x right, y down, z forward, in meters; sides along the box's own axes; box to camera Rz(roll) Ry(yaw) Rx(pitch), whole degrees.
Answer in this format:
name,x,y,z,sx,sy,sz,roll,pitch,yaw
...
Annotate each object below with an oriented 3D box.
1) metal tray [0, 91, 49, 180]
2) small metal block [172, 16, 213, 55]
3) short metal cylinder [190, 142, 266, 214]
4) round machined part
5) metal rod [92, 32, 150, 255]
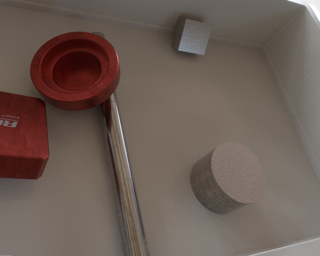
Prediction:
name,x,y,z,sx,sy,sz,roll,pitch,yaw
metal tray,-0.174,0.000,0.282,0.131,0.030,0.090,10,37,-31
small metal block,0.052,-0.151,0.509,0.050,0.050,0.025,3,24,-27
short metal cylinder,0.087,0.065,0.399,0.081,0.050,0.080,14,56,-21
round machined part,-0.096,-0.063,0.367,0.099,0.042,0.098,1,65,-1
metal rod,-0.056,0.005,0.373,0.025,0.025,0.299,0,62,-29
